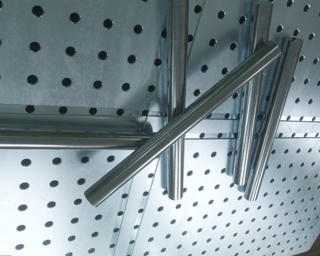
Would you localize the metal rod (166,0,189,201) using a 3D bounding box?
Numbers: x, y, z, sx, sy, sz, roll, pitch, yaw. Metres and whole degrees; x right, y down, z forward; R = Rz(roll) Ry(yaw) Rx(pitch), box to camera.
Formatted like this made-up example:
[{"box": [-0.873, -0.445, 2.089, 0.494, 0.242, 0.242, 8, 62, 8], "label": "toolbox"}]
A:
[{"box": [0.022, -0.020, 0.412, 0.025, 0.025, 0.298, -15, 125, -21], "label": "metal rod"}]

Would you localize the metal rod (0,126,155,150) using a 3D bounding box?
[{"box": [-0.135, 0.012, 0.345, 0.303, 0.025, 0.025, 3, 117, -30], "label": "metal rod"}]

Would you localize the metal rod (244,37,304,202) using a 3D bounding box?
[{"box": [0.181, 0.003, 0.514, 0.025, 0.025, 0.298, -10, 123, -23], "label": "metal rod"}]

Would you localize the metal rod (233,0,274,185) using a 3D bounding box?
[{"box": [0.135, -0.032, 0.467, 0.025, 0.025, 0.298, -16, 125, -20], "label": "metal rod"}]

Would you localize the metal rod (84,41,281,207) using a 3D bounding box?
[{"box": [0.030, -0.006, 0.391, 0.300, 0.025, 0.025, -39, 130, -2], "label": "metal rod"}]
